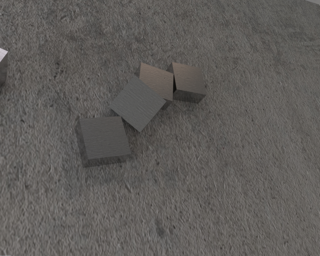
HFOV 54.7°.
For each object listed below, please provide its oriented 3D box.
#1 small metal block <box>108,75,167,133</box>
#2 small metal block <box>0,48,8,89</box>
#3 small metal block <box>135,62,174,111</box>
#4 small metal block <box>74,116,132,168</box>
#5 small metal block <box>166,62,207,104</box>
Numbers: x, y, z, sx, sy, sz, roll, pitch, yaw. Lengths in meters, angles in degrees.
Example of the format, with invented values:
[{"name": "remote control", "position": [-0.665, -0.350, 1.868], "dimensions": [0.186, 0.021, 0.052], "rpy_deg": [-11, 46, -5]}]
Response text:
[{"name": "small metal block", "position": [-0.027, -0.030, 0.390], "dimensions": [0.050, 0.025, 0.050], "rpy_deg": [40, 91, -1]}, {"name": "small metal block", "position": [-0.192, -0.067, 0.325], "dimensions": [0.050, 0.050, 0.025], "rpy_deg": [24, 53, -14]}, {"name": "small metal block", "position": [-0.010, -0.058, 0.434], "dimensions": [0.050, 0.025, 0.050], "rpy_deg": [16, 55, -19]}, {"name": "small metal block", "position": [-0.067, 0.015, 0.358], "dimensions": [0.050, 0.025, 0.050], "rpy_deg": [-5, 64, -30]}, {"name": "small metal block", "position": [0.038, -0.067, 0.465], "dimensions": [0.050, 0.025, 0.050], "rpy_deg": [7, 59, -25]}]
